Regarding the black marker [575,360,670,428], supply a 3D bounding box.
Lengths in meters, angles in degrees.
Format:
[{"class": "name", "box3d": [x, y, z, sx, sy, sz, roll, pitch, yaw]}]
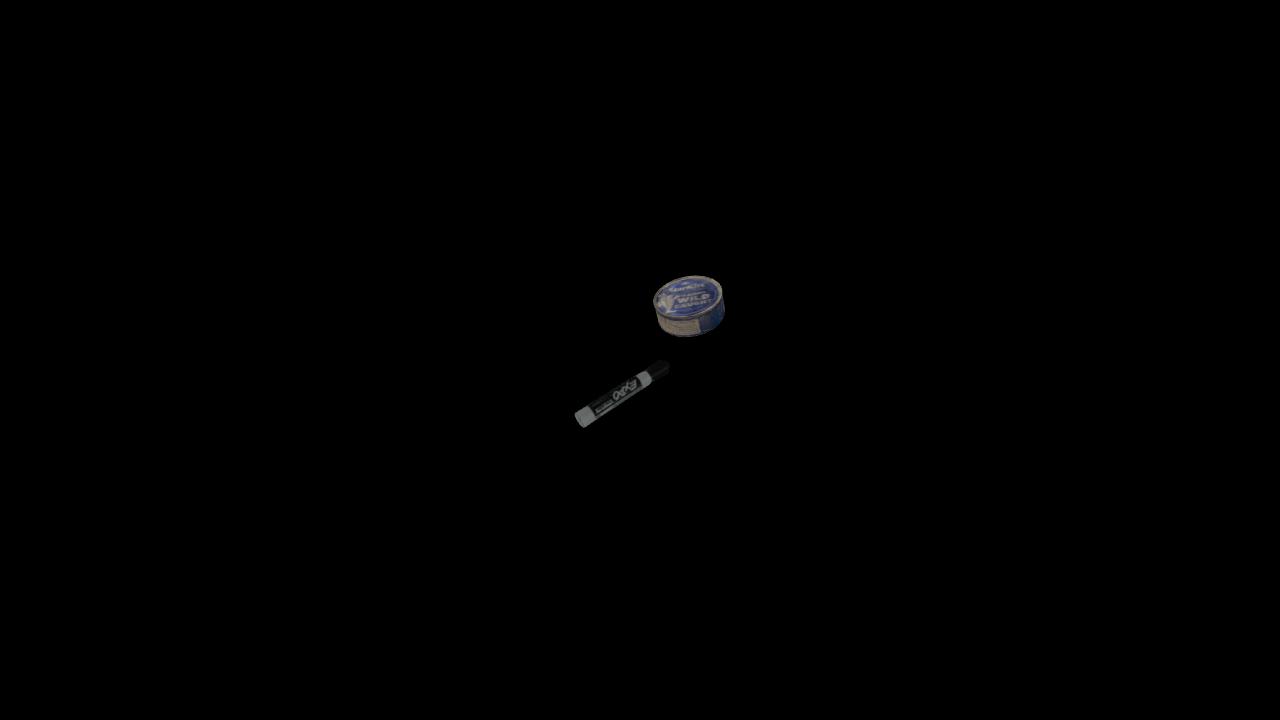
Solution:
[{"class": "black marker", "box3d": [-0.017, 0.034, 0.672, 0.121, 0.020, 0.020, -32, 12, -21]}]

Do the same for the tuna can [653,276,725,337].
[{"class": "tuna can", "box3d": [0.060, -0.065, 0.744, 0.084, 0.034, 0.084, -9, 40, 8]}]
